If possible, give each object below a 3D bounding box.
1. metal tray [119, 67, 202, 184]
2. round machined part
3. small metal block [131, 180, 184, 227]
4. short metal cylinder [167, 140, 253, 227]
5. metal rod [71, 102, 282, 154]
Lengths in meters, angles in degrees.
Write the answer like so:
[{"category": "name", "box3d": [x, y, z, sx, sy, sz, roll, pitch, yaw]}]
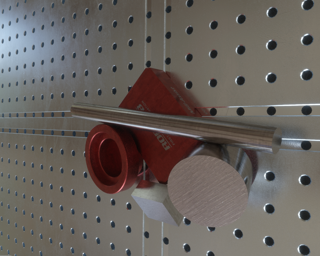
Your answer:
[{"category": "metal tray", "box3d": [0.002, -0.004, 0.404, 0.090, 0.030, 0.130, -51, 61, 27]}, {"category": "round machined part", "box3d": [-0.062, 0.041, 0.440, 0.098, 0.042, 0.097, 8, 102, 44]}, {"category": "small metal block", "box3d": [0.000, 0.094, 0.390, 0.050, 0.025, 0.050, 3, 136, 39]}, {"category": "short metal cylinder", "box3d": [0.054, 0.056, 0.327, 0.080, 0.050, 0.079, 7, 111, 19]}, {"category": "metal rod", "box3d": [-0.009, -0.007, 0.374, 0.300, 0.025, 0.025, 9, 96, 39]}]
